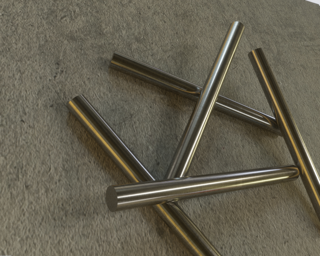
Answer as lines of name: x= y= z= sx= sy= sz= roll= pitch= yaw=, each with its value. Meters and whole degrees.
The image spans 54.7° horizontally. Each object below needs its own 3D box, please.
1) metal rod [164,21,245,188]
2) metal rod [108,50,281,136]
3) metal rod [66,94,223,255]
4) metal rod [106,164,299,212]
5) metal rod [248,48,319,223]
metal rod: x=0.070 y=-0.047 z=0.439 sx=0.025 sy=0.025 sz=0.300 roll=31 pitch=61 yaw=-9
metal rod: x=0.070 y=-0.046 z=0.468 sx=0.302 sy=0.025 sz=0.025 roll=20 pitch=54 yaw=-17
metal rod: x=-0.002 y=0.080 z=0.353 sx=0.300 sy=0.025 sz=0.025 roll=48 pitch=51 yaw=6
metal rod: x=0.077 y=0.067 z=0.382 sx=0.302 sy=0.025 sz=0.025 roll=0 pitch=62 yaw=-36
metal rod: x=0.204 y=0.014 z=0.477 sx=0.025 sy=0.025 sz=0.299 roll=-12 pitch=76 yaw=-33
